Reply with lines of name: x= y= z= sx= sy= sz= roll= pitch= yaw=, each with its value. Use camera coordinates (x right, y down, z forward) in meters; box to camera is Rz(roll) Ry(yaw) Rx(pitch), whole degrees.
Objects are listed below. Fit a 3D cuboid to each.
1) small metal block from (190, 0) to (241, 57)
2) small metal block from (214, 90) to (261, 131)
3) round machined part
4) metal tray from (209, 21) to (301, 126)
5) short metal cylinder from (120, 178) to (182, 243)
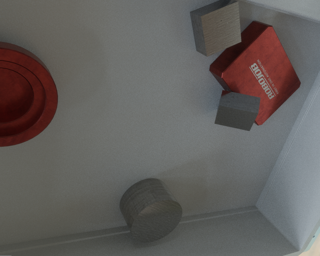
small metal block: x=0.068 y=-0.121 z=0.373 sx=0.050 sy=0.025 sz=0.050 roll=-26 pitch=128 yaw=-13
small metal block: x=0.105 y=-0.023 z=0.425 sx=0.050 sy=0.025 sz=0.050 roll=12 pitch=153 yaw=8
round machined part: x=-0.152 y=-0.034 z=0.294 sx=0.099 sy=0.042 sz=0.097 roll=-14 pitch=125 yaw=-21
metal tray: x=0.139 y=-0.072 z=0.439 sx=0.090 sy=0.030 sz=0.130 roll=-46 pitch=130 yaw=4
short metal cylinder: x=-0.014 y=0.123 z=0.463 sx=0.081 sy=0.050 sz=0.079 roll=-14 pitch=125 yaw=-21
